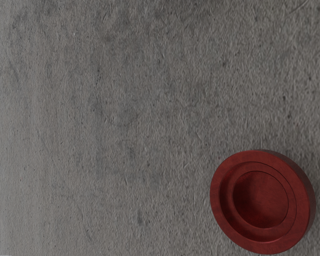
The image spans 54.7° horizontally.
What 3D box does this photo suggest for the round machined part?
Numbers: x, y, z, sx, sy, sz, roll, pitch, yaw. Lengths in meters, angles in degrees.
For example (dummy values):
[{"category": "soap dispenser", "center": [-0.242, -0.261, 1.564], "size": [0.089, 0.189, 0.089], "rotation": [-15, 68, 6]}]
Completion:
[{"category": "round machined part", "center": [0.103, 0.070, 0.309], "size": [0.098, 0.042, 0.097], "rotation": [0, 90, 40]}]
